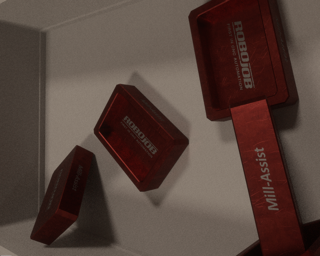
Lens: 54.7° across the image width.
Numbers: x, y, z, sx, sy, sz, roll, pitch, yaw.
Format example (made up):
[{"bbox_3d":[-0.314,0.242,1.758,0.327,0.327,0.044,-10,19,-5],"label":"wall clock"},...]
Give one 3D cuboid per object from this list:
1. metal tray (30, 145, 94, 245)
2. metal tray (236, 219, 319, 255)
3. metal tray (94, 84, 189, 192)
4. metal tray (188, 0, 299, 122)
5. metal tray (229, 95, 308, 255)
[{"bbox_3d":[-0.148,0.099,0.476,0.090,0.030,0.130,-44,27,30],"label":"metal tray"},{"bbox_3d":[0.105,0.108,0.251,0.090,0.131,0.030,-34,69,35],"label":"metal tray"},{"bbox_3d":[-0.032,0.011,0.427,0.130,0.030,0.089,46,117,30],"label":"metal tray"},{"bbox_3d":[0.085,-0.079,0.332,0.090,0.030,0.129,-15,81,38],"label":"metal tray"},{"bbox_3d":[0.098,0.045,0.272,0.030,0.090,0.129,-15,75,21],"label":"metal tray"}]
